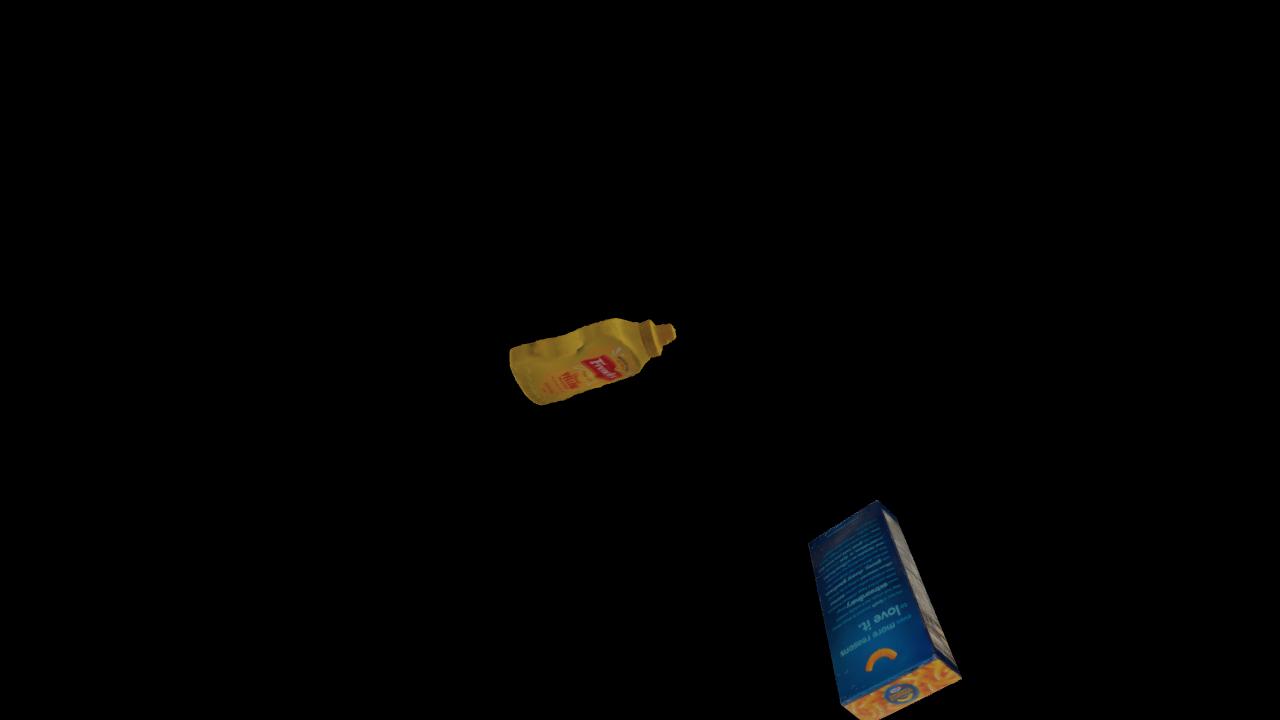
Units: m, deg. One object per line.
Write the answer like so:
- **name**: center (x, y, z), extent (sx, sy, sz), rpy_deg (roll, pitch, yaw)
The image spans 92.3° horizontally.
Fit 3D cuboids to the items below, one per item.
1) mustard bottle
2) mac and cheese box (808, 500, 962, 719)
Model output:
- **mustard bottle**: center (-0.047, -0.006, 0.698), extent (0.184, 0.054, 0.092), rpy_deg (-17, -44, 8)
- **mac and cheese box**: center (0.213, 0.220, 0.562), extent (0.093, 0.041, 0.184), rpy_deg (-41, 16, 23)
